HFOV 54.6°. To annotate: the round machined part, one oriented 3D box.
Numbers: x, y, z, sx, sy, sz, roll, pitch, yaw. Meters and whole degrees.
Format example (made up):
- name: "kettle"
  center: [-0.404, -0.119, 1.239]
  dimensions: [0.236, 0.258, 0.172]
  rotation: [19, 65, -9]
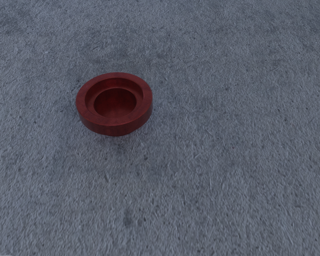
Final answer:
- name: "round machined part"
  center: [-0.059, -0.027, 0.415]
  dimensions: [0.099, 0.042, 0.098]
  rotation: [0, 50, 0]
